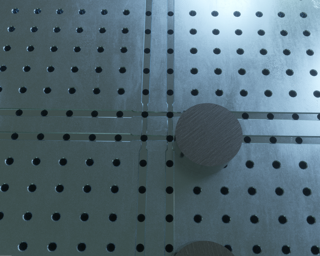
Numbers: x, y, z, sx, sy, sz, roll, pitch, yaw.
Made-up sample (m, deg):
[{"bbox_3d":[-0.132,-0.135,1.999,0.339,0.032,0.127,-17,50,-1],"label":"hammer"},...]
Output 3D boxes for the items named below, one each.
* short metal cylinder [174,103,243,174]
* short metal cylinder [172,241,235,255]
[{"bbox_3d":[0.059,0.015,0.393,0.081,0.050,0.080,0,70,0],"label":"short metal cylinder"},{"bbox_3d":[0.047,0.165,0.338,0.081,0.050,0.080,0,70,0],"label":"short metal cylinder"}]
